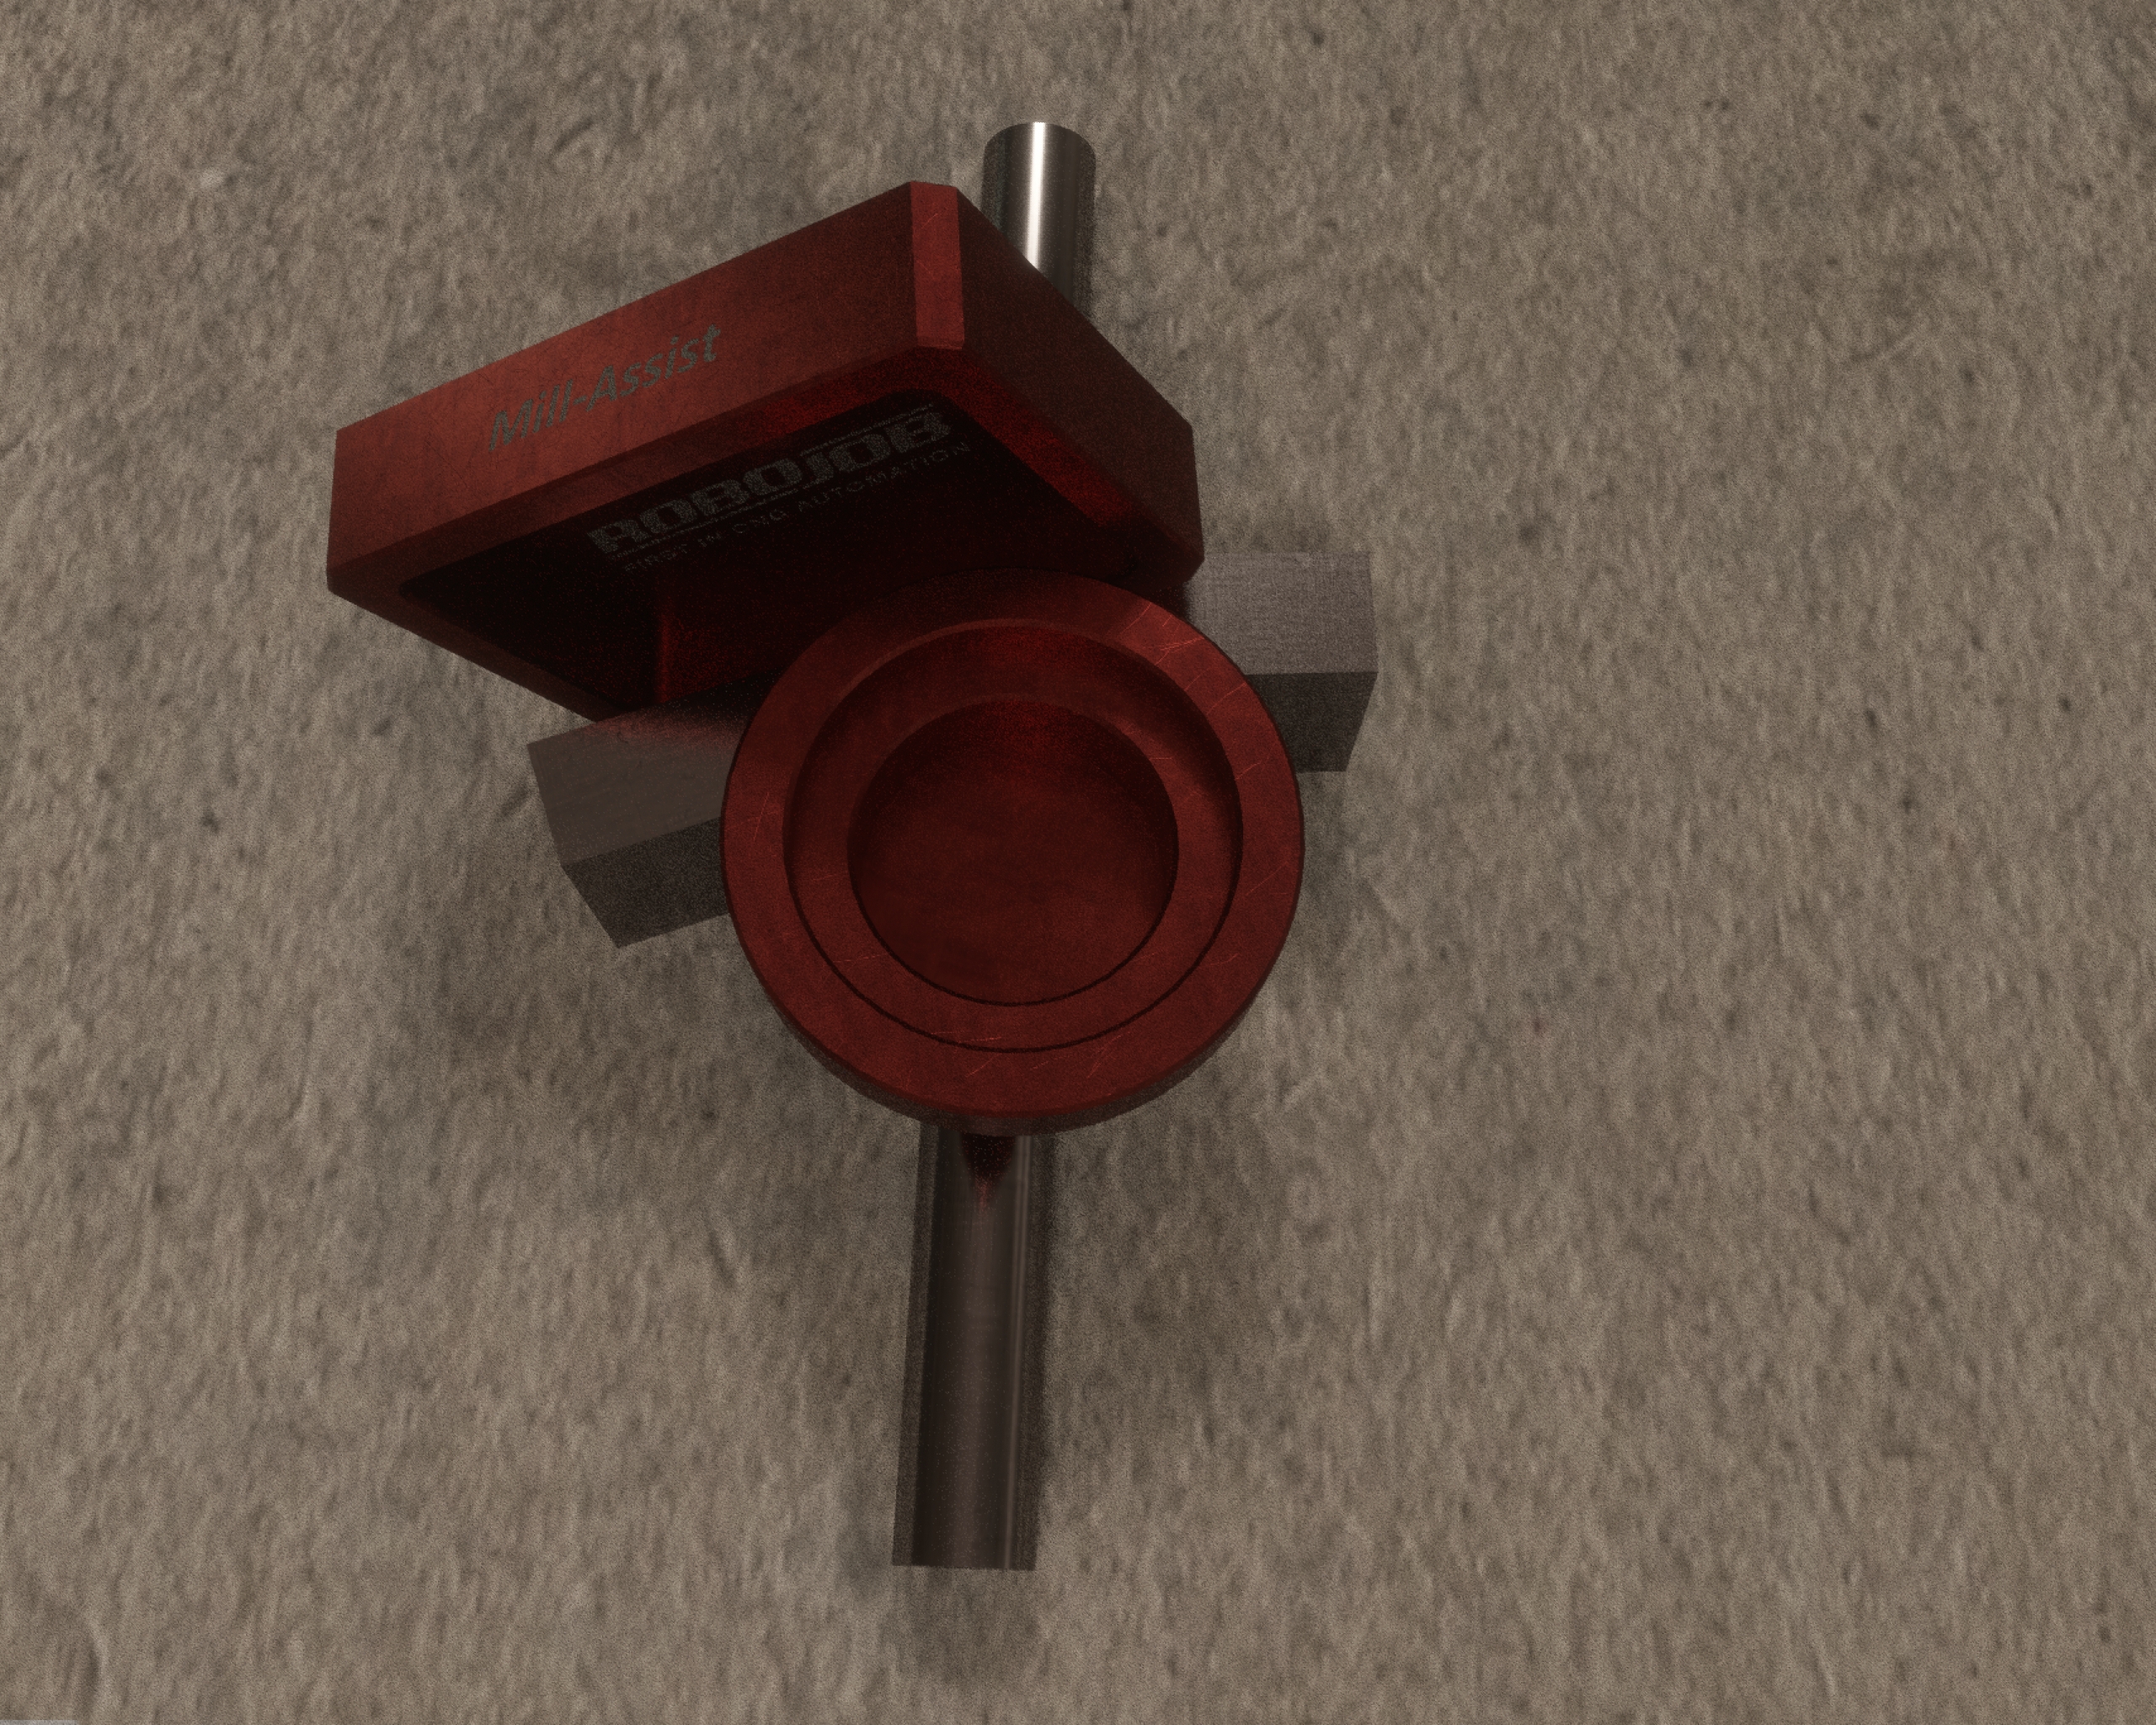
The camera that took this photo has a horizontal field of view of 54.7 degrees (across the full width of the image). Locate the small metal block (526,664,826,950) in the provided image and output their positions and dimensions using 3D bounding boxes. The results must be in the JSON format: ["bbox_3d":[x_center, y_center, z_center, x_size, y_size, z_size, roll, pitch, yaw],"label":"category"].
[{"bbox_3d":[-0.072,-0.010,0.399,0.050,0.050,0.025,-18,71,-7],"label":"small metal block"}]

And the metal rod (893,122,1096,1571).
[{"bbox_3d":[-0.014,-0.017,0.415,0.025,0.025,0.299,2,70,0],"label":"metal rod"}]

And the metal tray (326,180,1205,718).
[{"bbox_3d":[-0.055,-0.064,0.373,0.130,0.090,0.030,-15,67,26],"label":"metal tray"}]

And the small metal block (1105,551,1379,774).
[{"bbox_3d":[0.030,-0.038,0.410,0.050,0.050,0.025,-1,70,-1],"label":"small metal block"}]

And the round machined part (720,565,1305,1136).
[{"bbox_3d":[-0.011,0.000,0.371,0.099,0.042,0.098,1,73,-2],"label":"round machined part"}]
